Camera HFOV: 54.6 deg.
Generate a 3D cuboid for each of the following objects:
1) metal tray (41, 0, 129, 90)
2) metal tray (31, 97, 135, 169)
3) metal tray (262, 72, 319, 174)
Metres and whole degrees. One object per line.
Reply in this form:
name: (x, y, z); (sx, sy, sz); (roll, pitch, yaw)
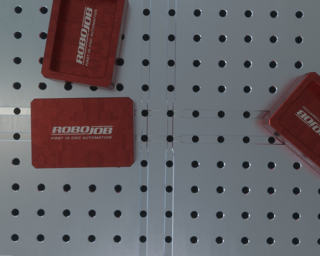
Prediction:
metal tray: (-0.098, -0.122, 0.410); (0.090, 0.030, 0.129); (9, 90, 0)
metal tray: (-0.099, 0.006, 0.410); (0.131, 0.030, 0.090); (-1, 90, 0)
metal tray: (0.216, 0.001, 0.412); (0.130, 0.030, 0.090); (41, 90, 0)
